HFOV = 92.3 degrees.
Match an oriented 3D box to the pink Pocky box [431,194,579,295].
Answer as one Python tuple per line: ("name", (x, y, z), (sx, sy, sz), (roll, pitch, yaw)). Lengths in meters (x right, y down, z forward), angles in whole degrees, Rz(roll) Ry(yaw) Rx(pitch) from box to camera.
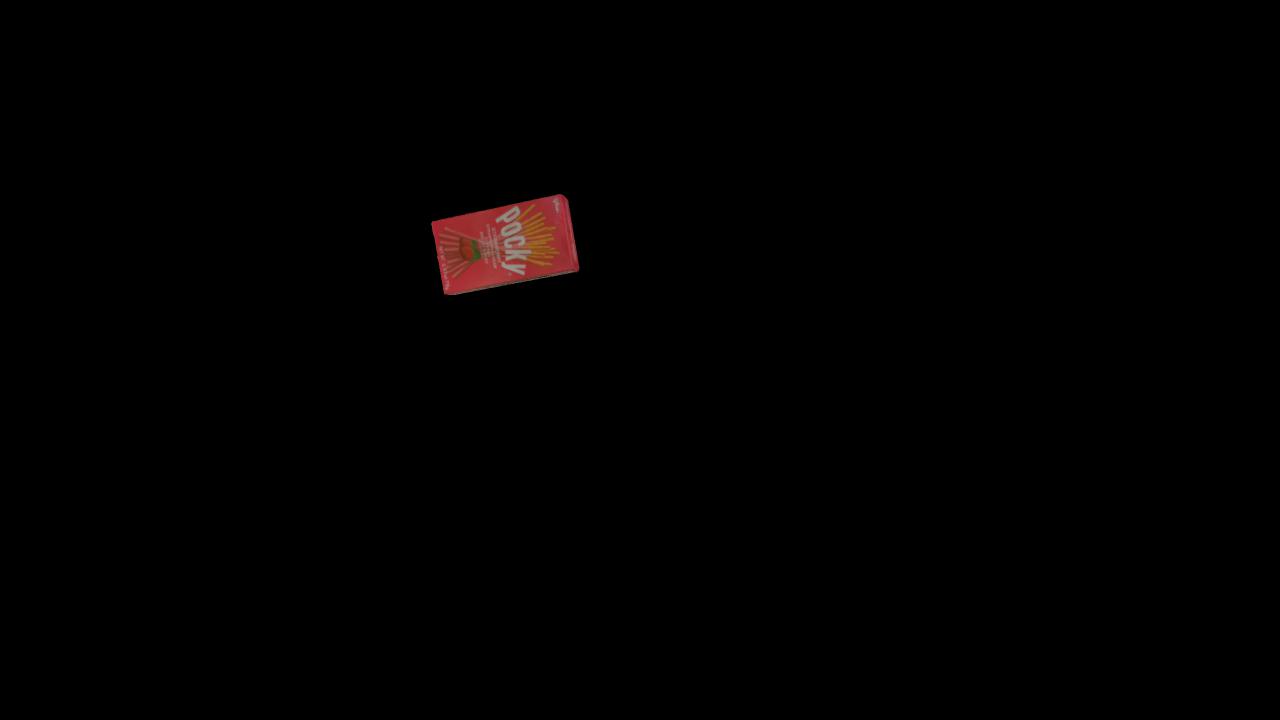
("pink Pocky box", (-0.149, -0.126, 0.681), (0.155, 0.084, 0.029), (-9, 2, 9))
